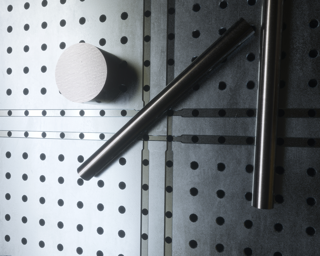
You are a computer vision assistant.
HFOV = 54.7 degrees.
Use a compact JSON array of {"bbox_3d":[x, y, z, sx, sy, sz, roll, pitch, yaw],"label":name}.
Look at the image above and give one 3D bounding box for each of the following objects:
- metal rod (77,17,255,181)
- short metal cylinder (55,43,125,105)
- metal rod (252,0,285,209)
[{"bbox_3d":[-0.002,-0.029,0.413,0.299,0.025,0.025,-41,77,15],"label":"metal rod"},{"bbox_3d":[-0.097,-0.073,0.434,0.080,0.050,0.080,0,90,20],"label":"short metal cylinder"},{"bbox_3d":[0.129,-0.056,0.366,0.025,0.025,0.298,3,91,20],"label":"metal rod"}]
